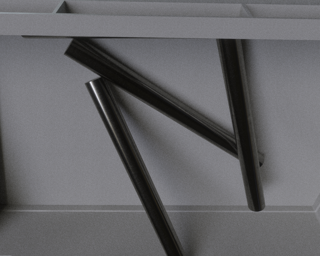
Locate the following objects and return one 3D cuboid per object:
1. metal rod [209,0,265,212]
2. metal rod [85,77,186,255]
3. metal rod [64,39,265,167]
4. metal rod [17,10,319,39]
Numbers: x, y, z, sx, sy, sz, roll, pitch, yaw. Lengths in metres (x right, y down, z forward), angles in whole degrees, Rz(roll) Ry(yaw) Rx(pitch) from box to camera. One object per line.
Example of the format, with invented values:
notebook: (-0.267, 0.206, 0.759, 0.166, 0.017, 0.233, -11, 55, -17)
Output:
metal rod: (0.103, -0.005, 0.383, 0.025, 0.025, 0.298, -13, 122, 10)
metal rod: (-0.021, 0.075, 0.403, 0.025, 0.025, 0.299, -19, 107, 14)
metal rod: (0.023, -0.020, 0.391, 0.301, 0.025, 0.025, 30, 124, -24)
metal rod: (0.010, -0.099, 0.298, 0.302, 0.025, 0.025, 2, 131, 8)
